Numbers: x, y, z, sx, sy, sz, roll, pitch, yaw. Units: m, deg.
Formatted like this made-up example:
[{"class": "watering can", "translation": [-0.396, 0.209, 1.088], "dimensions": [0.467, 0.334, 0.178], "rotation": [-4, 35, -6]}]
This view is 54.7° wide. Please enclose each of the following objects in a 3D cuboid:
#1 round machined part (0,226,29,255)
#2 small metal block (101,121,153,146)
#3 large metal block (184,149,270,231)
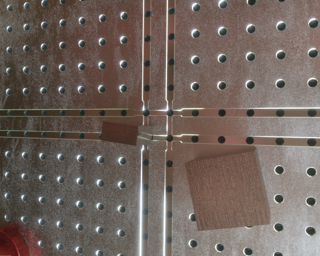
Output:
[{"class": "round machined part", "translation": [-0.263, 0.212, 0.496], "dimensions": [0.098, 0.042, 0.097], "rotation": [0, 90, 19]}, {"class": "small metal block", "translation": [-0.043, 0.007, 0.414], "dimensions": [0.050, 0.050, 0.025], "rotation": [8, 93, 20]}, {"class": "large metal block", "translation": [0.082, 0.072, 0.370], "dimensions": [0.080, 0.050, 0.080], "rotation": [-12, 86, 19]}]
